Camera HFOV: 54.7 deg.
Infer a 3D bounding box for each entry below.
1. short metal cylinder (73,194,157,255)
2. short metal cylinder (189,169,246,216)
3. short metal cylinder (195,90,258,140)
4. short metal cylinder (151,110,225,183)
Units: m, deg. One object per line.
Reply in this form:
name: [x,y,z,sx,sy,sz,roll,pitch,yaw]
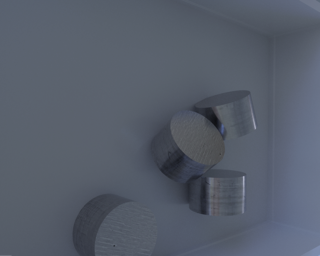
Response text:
short metal cylinder: [-0.050,0.119,0.350,0.081,0.050,0.079,0,90,-40]
short metal cylinder: [0.082,0.089,0.442,0.081,0.080,0.050,0,91,-40]
short metal cylinder: [0.097,-0.019,0.455,0.081,0.080,0.050,-27,108,-37]
short metal cylinder: [0.036,0.024,0.399,0.081,0.050,0.080,19,47,-22]
